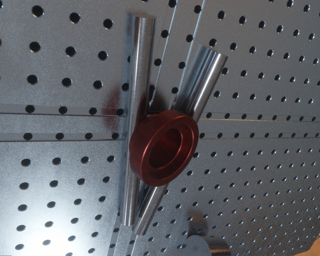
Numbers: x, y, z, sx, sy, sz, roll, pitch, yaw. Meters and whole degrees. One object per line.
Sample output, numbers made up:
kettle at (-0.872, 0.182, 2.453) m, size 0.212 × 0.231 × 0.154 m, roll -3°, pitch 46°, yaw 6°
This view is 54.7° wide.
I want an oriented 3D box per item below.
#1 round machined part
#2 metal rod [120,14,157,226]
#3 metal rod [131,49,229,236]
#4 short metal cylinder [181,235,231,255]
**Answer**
round machined part at (0.000, 0.021, 0.389) m, size 0.099 × 0.042 × 0.097 m, roll -28°, pitch 133°, yaw -34°
metal rod at (-0.033, 0.010, 0.401) m, size 0.025 × 0.025 × 0.298 m, roll -7°, pitch 122°, yaw -25°
metal rod at (0.021, 0.034, 0.445) m, size 0.025 × 0.025 × 0.298 m, roll 10°, pitch 114°, yaw -33°
short metal cylinder at (0.085, 0.241, 0.574) m, size 0.050 × 0.080 × 0.080 m, roll 14°, pitch 111°, yaw -35°
